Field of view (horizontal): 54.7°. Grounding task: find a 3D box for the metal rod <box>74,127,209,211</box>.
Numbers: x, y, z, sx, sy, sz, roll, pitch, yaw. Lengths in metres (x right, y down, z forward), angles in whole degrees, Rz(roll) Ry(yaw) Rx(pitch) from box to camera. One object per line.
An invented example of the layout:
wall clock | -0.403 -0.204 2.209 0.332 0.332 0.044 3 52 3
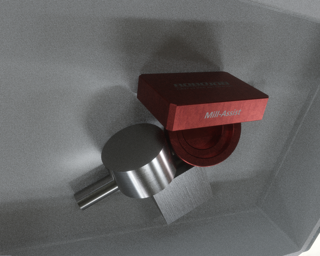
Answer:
metal rod | 0.022 0.027 0.437 0.302 0.025 0.025 -29 129 -10

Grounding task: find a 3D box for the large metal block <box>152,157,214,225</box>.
large metal block | 0.024 0.082 0.454 0.080 0.050 0.080 -29 129 -10

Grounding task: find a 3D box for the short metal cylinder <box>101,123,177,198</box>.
short metal cylinder | -0.025 0.039 0.383 0.080 0.080 0.050 -30 129 -10

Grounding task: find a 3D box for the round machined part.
round machined part | 0.053 0.000 0.408 0.099 0.042 0.097 -1 93 -14

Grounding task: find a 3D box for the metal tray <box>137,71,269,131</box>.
metal tray | 0.049 -0.037 0.369 0.131 0.090 0.030 -7 122 -26
